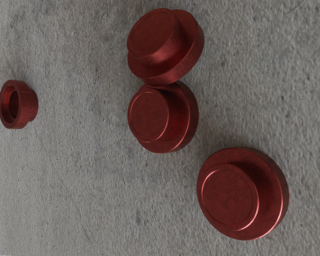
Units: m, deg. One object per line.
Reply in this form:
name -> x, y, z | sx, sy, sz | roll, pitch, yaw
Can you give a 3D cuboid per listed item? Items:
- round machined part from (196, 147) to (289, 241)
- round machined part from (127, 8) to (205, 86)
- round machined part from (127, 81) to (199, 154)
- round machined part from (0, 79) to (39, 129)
round machined part -> 0.079, 0.070, 0.327 | 0.098, 0.042, 0.097 | 0, 90, 39
round machined part -> 0.000, -0.102, 0.370 | 0.098, 0.042, 0.098 | -15, 59, 28
round machined part -> -0.003, -0.016, 0.395 | 0.098, 0.042, 0.097 | 0, 90, 39
round machined part -> -0.281, -0.046, 0.622 | 0.098, 0.042, 0.097 | 0, 90, 39
